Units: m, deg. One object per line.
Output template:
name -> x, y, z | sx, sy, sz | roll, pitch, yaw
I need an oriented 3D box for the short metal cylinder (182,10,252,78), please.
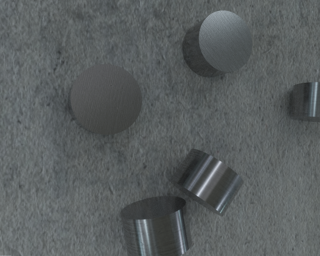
short metal cylinder -> 0.078, -0.113, 0.426 | 0.081, 0.050, 0.079 | 0, 90, -20

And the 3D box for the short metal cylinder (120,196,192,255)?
short metal cylinder -> -0.004, 0.121, 0.379 | 0.081, 0.080, 0.050 | -11, 94, -20

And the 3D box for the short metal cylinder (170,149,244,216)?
short metal cylinder -> 0.060, 0.071, 0.403 | 0.080, 0.080, 0.050 | 39, 78, -16

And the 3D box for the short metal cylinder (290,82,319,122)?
short metal cylinder -> 0.244, -0.037, 0.472 | 0.081, 0.080, 0.050 | 7, 88, -20

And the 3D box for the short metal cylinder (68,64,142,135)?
short metal cylinder -> -0.067, -0.032, 0.371 | 0.081, 0.050, 0.079 | 0, 90, -21
